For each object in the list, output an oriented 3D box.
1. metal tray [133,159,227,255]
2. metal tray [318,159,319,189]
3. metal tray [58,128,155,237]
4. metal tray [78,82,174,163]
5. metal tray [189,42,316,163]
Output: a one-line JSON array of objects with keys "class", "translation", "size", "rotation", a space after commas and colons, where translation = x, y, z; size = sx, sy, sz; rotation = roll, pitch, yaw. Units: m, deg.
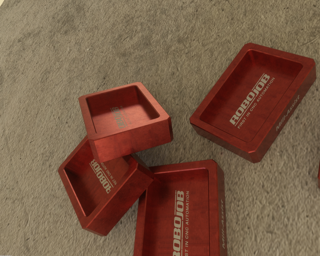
[{"class": "metal tray", "translation": [0.022, 0.102, 0.326], "size": [0.090, 0.030, 0.130], "rotation": [-10, 57, 23]}, {"class": "metal tray", "translation": [0.217, 0.022, 0.273], "size": [0.130, 0.030, 0.090], "rotation": [5, 64, 30]}, {"class": "metal tray", "translation": [-0.072, 0.055, 0.380], "size": [0.090, 0.030, 0.130], "rotation": [-50, 38, -1]}, {"class": "metal tray", "translation": [-0.048, -0.014, 0.386], "size": [0.091, 0.030, 0.130], "rotation": [-16, 30, -12]}, {"class": "metal tray", "translation": [0.108, -0.034, 0.364], "size": [0.090, 0.030, 0.130], "rotation": [30, 78, 37]}]
